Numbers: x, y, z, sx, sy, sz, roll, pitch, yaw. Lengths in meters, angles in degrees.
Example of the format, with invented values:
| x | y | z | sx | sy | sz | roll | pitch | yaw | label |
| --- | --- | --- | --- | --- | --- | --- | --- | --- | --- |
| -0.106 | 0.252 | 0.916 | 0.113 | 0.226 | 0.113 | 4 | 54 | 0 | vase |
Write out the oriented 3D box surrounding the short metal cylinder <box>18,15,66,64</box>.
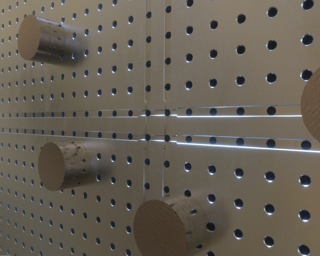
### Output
| x | y | z | sx | sy | sz | roll | pitch | yaw | label |
| --- | --- | --- | --- | --- | --- | --- | --- | --- | --- |
| -0.218 | -0.161 | 0.569 | 0.080 | 0.050 | 0.079 | 0 | 90 | 39 | short metal cylinder |

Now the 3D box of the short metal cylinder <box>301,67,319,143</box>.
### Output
| x | y | z | sx | sy | sz | roll | pitch | yaw | label |
| --- | --- | --- | --- | --- | --- | --- | --- | --- | --- |
| 0.166 | -0.019 | 0.256 | 0.080 | 0.050 | 0.079 | 0 | 90 | 39 | short metal cylinder |

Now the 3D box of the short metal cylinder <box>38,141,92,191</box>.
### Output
| x | y | z | sx | sy | sz | roll | pitch | yaw | label |
| --- | --- | --- | --- | --- | --- | --- | --- | --- | --- |
| -0.162 | 0.063 | 0.523 | 0.080 | 0.050 | 0.079 | 0 | 90 | 39 | short metal cylinder |

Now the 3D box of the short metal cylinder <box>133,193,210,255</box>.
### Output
| x | y | z | sx | sy | sz | roll | pitch | yaw | label |
| --- | --- | --- | --- | --- | --- | --- | --- | --- | --- |
| 0.014 | 0.124 | 0.380 | 0.080 | 0.050 | 0.079 | 0 | 90 | 39 | short metal cylinder |
